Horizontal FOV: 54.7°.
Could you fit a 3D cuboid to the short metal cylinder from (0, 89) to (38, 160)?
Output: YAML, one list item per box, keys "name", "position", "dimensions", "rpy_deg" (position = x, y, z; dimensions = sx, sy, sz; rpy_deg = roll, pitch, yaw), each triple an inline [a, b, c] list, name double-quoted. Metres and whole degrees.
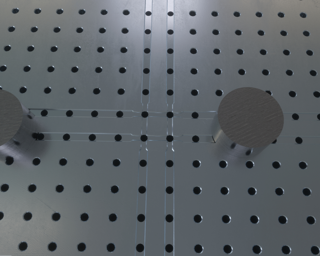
- name: "short metal cylinder"
  position: [-0.207, -0.003, 0.398]
  dimensions: [0.081, 0.050, 0.080]
  rpy_deg: [0, 70, 0]

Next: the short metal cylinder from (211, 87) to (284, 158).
- name: "short metal cylinder"
  position: [0.111, -0.006, 0.401]
  dimensions: [0.081, 0.050, 0.080]
  rpy_deg: [0, 70, 0]
